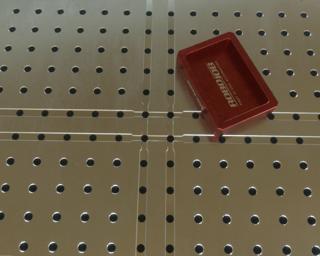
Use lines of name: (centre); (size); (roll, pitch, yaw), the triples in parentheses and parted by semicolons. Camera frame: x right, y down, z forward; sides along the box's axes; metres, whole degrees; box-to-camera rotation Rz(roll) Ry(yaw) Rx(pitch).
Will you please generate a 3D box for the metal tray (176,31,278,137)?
metal tray: (0.090, -0.063, 0.432); (0.090, 0.030, 0.130); (-23, 72, -8)
